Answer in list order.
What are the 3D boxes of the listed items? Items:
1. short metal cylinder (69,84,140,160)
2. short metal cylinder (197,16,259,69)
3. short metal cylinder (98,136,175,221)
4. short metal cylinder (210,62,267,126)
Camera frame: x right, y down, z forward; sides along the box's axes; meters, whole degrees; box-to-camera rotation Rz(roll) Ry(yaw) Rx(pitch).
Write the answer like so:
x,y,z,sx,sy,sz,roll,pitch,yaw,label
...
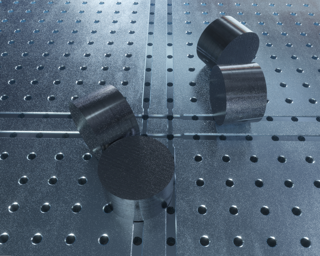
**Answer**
x,y,z,sx,sy,sz,roll,pitch,yaw,label
-0.068,-0.006,0.377,0.050,0.080,0.080,-30,56,-23,short metal cylinder
0.104,-0.123,0.476,0.081,0.080,0.050,-25,55,-19,short metal cylinder
-0.025,0.055,0.345,0.081,0.050,0.080,0,50,0,short metal cylinder
0.100,-0.045,0.410,0.050,0.080,0.080,-5,50,-5,short metal cylinder
